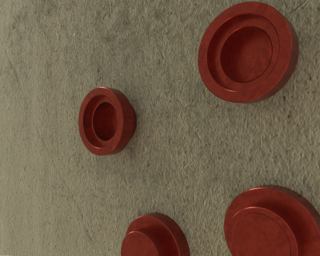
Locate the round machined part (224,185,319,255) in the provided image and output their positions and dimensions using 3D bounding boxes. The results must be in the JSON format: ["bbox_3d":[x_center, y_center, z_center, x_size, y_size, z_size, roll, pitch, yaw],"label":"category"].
[{"bbox_3d":[0.107,0.108,0.306,0.098,0.042,0.097,0,90,40],"label":"round machined part"}]

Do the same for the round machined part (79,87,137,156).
[{"bbox_3d":[-0.073,-0.009,0.454,0.098,0.042,0.097,0,90,40],"label":"round machined part"}]

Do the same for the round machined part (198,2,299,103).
[{"bbox_3d":[0.091,-0.074,0.318,0.098,0.042,0.097,0,90,40],"label":"round machined part"}]

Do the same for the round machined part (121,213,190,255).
[{"bbox_3d":[-0.013,0.164,0.405,0.098,0.042,0.097,0,90,40],"label":"round machined part"}]
